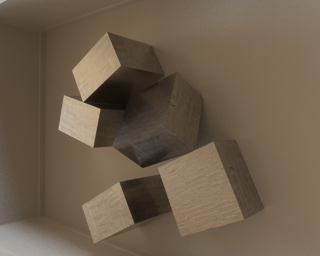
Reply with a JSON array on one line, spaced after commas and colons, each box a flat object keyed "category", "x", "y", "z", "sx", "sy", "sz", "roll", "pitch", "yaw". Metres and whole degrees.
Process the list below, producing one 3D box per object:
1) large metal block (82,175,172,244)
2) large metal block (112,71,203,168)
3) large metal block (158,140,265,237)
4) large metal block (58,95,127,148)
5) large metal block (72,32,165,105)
[{"category": "large metal block", "x": -0.039, "y": 0.103, "z": 0.401, "sx": 0.080, "sy": 0.081, "sz": 0.050, "roll": -36, "pitch": 68, "yaw": 34}, {"category": "large metal block", "x": -0.001, "y": -0.008, "z": 0.365, "sx": 0.080, "sy": 0.050, "sz": 0.080, "roll": -23, "pitch": 39, "yaw": 37}, {"category": "large metal block", "x": 0.055, "y": 0.066, "z": 0.344, "sx": 0.080, "sy": 0.050, "sz": 0.080, "roll": -30, "pitch": 71, "yaw": 35}, {"category": "large metal block", "x": -0.082, "y": -0.011, "z": 0.436, "sx": 0.080, "sy": 0.081, "sz": 0.050, "roll": 20, "pitch": 103, "yaw": 38}, {"category": "large metal block", "x": -0.055, "y": -0.074, "z": 0.414, "sx": 0.080, "sy": 0.081, "sz": 0.050, "roll": -35, "pitch": 69, "yaw": 34}]
